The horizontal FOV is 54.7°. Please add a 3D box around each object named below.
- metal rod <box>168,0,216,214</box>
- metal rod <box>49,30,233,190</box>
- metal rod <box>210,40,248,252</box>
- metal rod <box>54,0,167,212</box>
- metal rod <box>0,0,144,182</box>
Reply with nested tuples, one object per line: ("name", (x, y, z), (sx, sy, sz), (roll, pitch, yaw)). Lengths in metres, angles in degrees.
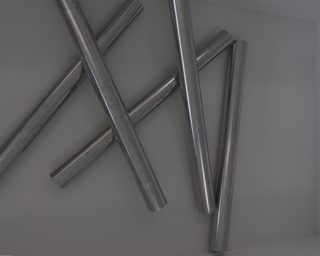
("metal rod", (0.043, -0.029, 0.404), (0.025, 0.025, 0.298), (-14, 103, -20))
("metal rod", (-0.014, -0.033, 0.405), (0.301, 0.025, 0.025), (-42, 103, -15))
("metal rod", (0.099, 0.024, 0.446), (0.025, 0.025, 0.298), (7, 88, -20))
("metal rod", (-0.061, -0.040, 0.360), (0.025, 0.025, 0.299), (-26, 99, -18))
("metal rod", (-0.118, -0.041, 0.366), (0.025, 0.025, 0.300), (40, 77, -16))
